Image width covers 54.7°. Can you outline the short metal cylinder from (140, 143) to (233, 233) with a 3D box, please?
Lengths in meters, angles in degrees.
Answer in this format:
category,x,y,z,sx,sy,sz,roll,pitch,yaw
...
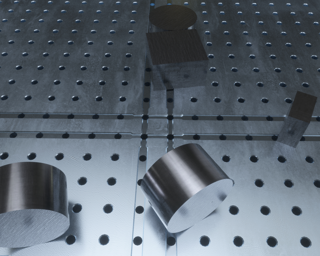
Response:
category,x,y,z,sx,sy,sz,roll,pitch,yaw
short metal cylinder,0.027,0.062,0.320,0.081,0.080,0.050,-26,55,-20

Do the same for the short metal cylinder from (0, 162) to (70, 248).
category,x,y,z,sx,sy,sz,roll,pitch,yaw
short metal cylinder,-0.133,0.077,0.306,0.081,0.080,0.050,-11,51,-9

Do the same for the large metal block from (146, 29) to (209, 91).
category,x,y,z,sx,sy,sz,roll,pitch,yaw
large metal block,0.024,-0.107,0.481,0.081,0.050,0.080,-7,50,-6

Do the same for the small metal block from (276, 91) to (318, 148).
category,x,y,z,sx,sy,sz,roll,pitch,yaw
small metal block,0.177,-0.011,0.402,0.025,0.050,0.050,22,54,18

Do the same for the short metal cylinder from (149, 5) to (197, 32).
category,x,y,z,sx,sy,sz,roll,pitch,yaw
short metal cylinder,0.022,-0.169,0.533,0.080,0.050,0.080,0,50,0
